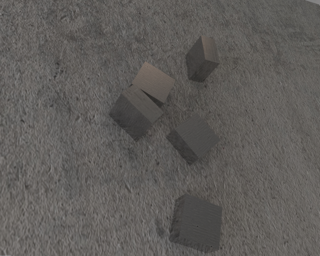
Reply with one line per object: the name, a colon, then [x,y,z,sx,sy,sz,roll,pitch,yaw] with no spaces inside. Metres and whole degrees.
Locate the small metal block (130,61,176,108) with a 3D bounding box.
small metal block: [-0.013,-0.057,0.432,0.050,0.025,0.050,31,52,-8]

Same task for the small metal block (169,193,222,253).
small metal block: [0.042,0.111,0.359,0.050,0.025,0.050,23,53,-14]

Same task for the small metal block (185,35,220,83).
small metal block: [0.066,-0.108,0.489,0.025,0.050,0.050,10,58,-23]

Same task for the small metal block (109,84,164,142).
small metal block: [-0.030,-0.018,0.382,0.050,0.050,0.025,44,51,2]

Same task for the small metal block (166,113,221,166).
small metal block: [0.045,0.014,0.419,0.050,0.025,0.050,-34,81,-38]
